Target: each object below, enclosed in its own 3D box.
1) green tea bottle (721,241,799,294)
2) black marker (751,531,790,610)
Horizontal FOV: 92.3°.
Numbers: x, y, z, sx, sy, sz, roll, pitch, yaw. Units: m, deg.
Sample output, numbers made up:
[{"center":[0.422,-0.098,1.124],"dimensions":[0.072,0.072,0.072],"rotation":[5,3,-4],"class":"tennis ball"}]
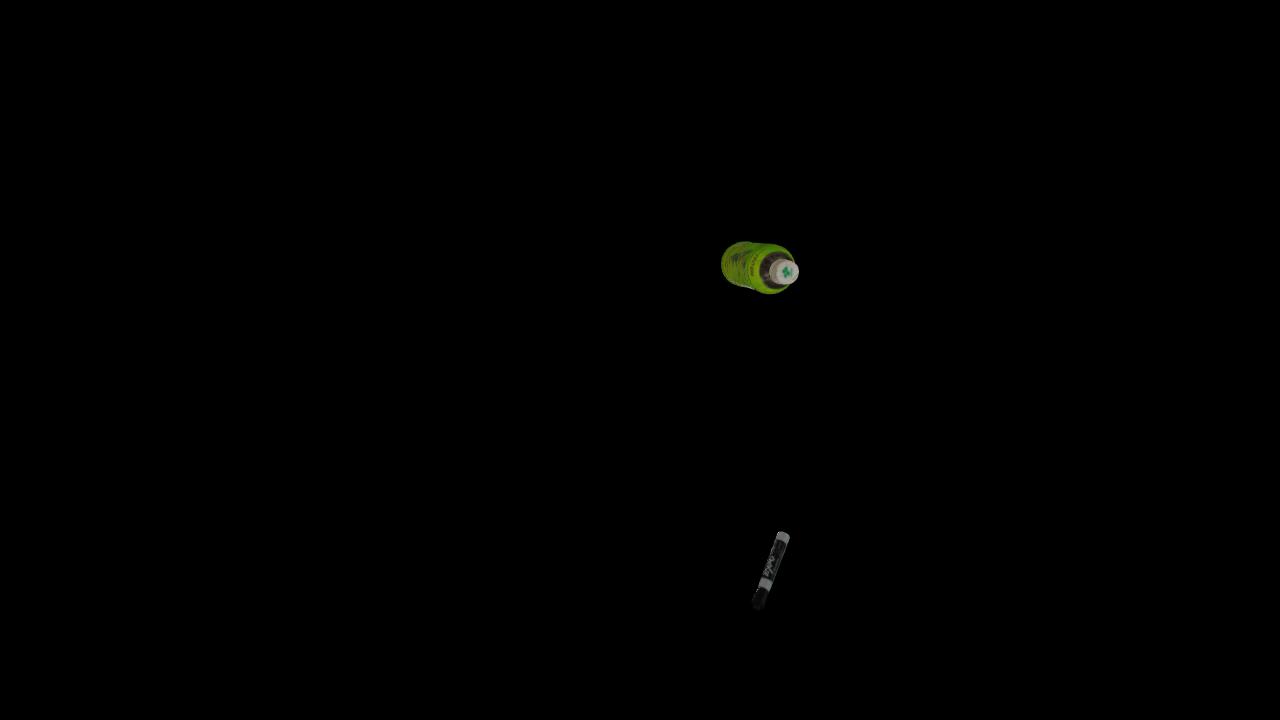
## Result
[{"center":[0.174,-0.131,0.875],"dimensions":[0.073,0.073,0.212],"rotation":[0,13,-9],"class":"green tea bottle"},{"center":[0.184,0.296,0.866],"dimensions":[0.020,0.020,0.121],"rotation":[0,40,36],"class":"black marker"}]
